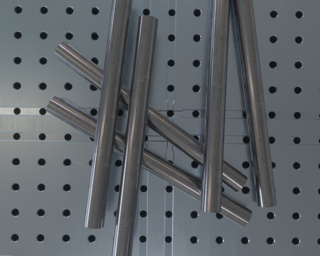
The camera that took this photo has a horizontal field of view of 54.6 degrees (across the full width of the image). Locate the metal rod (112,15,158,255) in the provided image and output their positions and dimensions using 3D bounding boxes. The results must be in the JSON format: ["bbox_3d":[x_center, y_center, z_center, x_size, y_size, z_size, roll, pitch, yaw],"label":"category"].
[{"bbox_3d":[-0.031,0.012,0.387,0.025,0.025,0.298,6,90,0],"label":"metal rod"}]

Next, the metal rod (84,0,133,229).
[{"bbox_3d":[-0.063,-0.027,0.386,0.025,0.025,0.298,7,90,0],"label":"metal rod"}]

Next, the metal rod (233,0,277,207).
[{"bbox_3d":[0.125,-0.046,0.414,0.025,0.025,0.298,-7,90,0],"label":"metal rod"}]

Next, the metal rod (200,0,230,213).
[{"bbox_3d":[0.072,-0.046,0.397,0.025,0.025,0.299,4,84,0],"label":"metal rod"}]

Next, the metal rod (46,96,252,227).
[{"bbox_3d":[-0.014,0.044,0.413,0.301,0.025,0.025,31,90,0],"label":"metal rod"}]

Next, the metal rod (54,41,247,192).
[{"bbox_3d":[-0.012,-0.015,0.413,0.300,0.025,0.025,37,90,0],"label":"metal rod"}]
